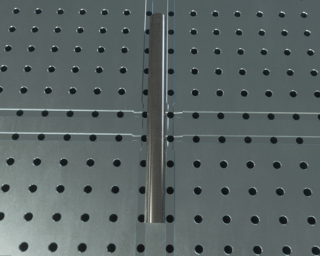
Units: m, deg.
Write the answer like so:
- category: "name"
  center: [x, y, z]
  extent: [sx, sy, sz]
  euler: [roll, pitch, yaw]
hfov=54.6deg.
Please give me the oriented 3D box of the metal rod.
- category: "metal rod"
  center: [-0.005, -0.027, 0.422]
  extent: [0.025, 0.025, 0.299]
  euler: [1, 70, 0]
